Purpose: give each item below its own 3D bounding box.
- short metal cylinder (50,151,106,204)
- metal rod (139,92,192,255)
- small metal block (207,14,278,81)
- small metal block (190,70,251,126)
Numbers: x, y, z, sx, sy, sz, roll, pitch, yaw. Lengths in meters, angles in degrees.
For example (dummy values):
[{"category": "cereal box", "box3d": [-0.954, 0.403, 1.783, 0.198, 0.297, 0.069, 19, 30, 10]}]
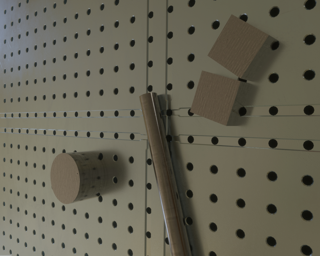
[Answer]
[{"category": "short metal cylinder", "box3d": [-0.133, 0.079, 0.504, 0.080, 0.050, 0.080, 0, 90, 40]}, {"category": "metal rod", "box3d": [0.015, 0.100, 0.397, 0.025, 0.025, 0.299, -20, 78, 38]}, {"category": "small metal block", "box3d": [0.088, -0.087, 0.336, 0.050, 0.025, 0.050, 44, 117, 31]}, {"category": "small metal block", "box3d": [0.068, -0.034, 0.353, 0.050, 0.025, 0.050, 25, 106, 37]}]
